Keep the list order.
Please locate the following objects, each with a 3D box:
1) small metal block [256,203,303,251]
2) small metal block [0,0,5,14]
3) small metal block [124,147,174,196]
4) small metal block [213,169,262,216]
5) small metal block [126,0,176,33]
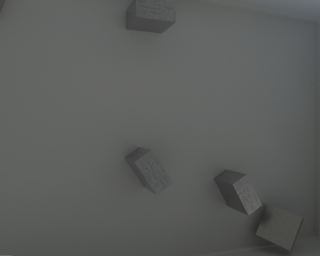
[{"bbox_3d":[0.178,0.147,0.460,0.050,0.050,0.025,-64,146,-11],"label":"small metal block"},{"bbox_3d":[-0.198,-0.152,0.337,0.050,0.025,0.050,19,84,-19],"label":"small metal block"},{"bbox_3d":[-0.015,0.053,0.392,0.025,0.050,0.050,-37,102,-16],"label":"small metal block"},{"bbox_3d":[0.109,0.089,0.437,0.025,0.050,0.050,-31,101,-17],"label":"small metal block"},{"bbox_3d":[-0.012,-0.142,0.392,0.050,0.050,0.025,0,90,-20],"label":"small metal block"}]
